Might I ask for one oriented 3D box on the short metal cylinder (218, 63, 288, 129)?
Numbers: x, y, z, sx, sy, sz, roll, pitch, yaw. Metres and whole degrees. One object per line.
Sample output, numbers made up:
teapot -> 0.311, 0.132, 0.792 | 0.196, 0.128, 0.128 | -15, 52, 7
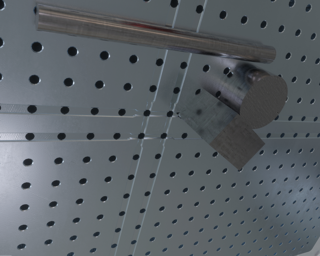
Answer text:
short metal cylinder -> 0.131, -0.045, 0.439 | 0.081, 0.050, 0.079 | -14, 124, -21

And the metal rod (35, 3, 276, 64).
metal rod -> 0.019, -0.102, 0.358 | 0.303, 0.025, 0.025 | 0, 118, -29

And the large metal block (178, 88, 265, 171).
large metal block -> 0.083, 0.001, 0.422 | 0.050, 0.080, 0.080 | -48, 129, 5
